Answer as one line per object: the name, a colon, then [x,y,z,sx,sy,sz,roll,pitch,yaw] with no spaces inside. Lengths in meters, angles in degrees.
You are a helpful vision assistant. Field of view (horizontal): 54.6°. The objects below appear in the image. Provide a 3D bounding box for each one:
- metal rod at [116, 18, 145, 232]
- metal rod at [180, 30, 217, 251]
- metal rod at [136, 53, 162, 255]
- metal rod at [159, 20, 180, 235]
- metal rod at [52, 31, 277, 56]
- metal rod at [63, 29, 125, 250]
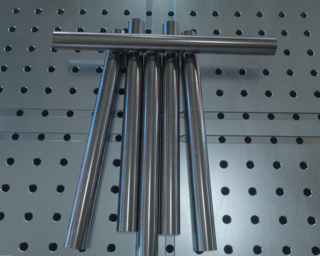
metal rod: [-0.037,-0.018,0.418,0.025,0.025,0.299,1,70,0]
metal rod: [0.048,0.002,0.412,0.025,0.025,0.299,-2,70,-1]
metal rod: [-0.013,0.035,0.399,0.025,0.025,0.299,1,70,0]
metal rod: [0.014,-0.014,0.418,0.025,0.025,0.299,1,70,0]
metal rod: [0.006,-0.116,0.428,0.302,0.025,0.025,2,70,0]
metal rod: [-0.080,0.000,0.410,0.025,0.025,0.299,7,70,2]
